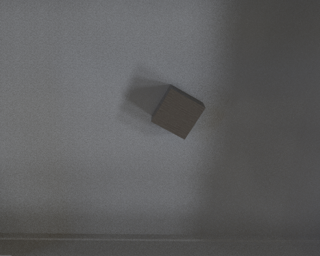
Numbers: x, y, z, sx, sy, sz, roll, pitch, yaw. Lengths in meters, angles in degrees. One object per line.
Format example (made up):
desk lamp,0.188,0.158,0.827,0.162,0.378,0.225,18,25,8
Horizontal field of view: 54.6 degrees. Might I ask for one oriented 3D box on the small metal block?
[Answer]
small metal block,0.023,-0.021,0.404,0.050,0.025,0.050,28,108,-10
